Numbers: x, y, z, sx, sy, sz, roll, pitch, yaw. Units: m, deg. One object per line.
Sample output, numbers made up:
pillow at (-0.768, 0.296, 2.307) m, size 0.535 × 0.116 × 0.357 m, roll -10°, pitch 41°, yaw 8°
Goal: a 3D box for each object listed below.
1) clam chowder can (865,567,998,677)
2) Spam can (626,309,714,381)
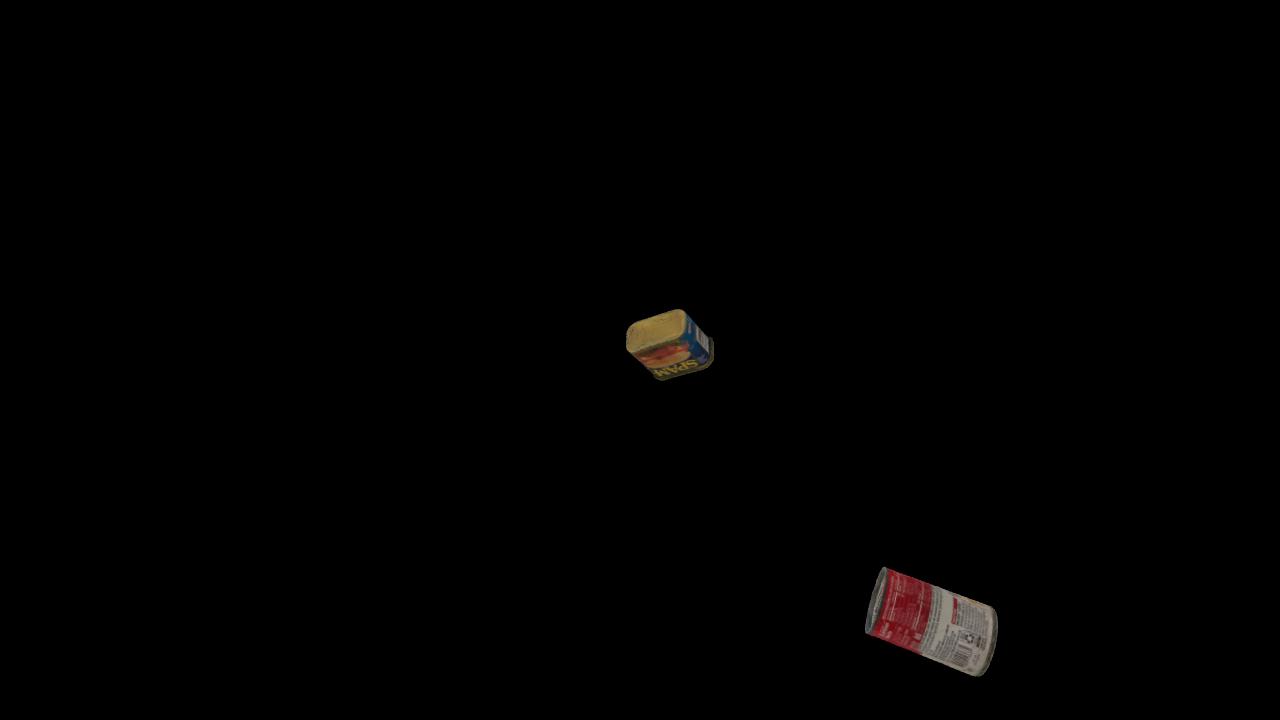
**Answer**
clam chowder can at (0.279, 0.251, 0.595) m, size 0.102 × 0.068 × 0.068 m, roll 17°, pitch 5°, yaw 19°
Spam can at (0.042, -0.022, 0.880) m, size 0.101 × 0.058 × 0.085 m, roll -17°, pitch -38°, yaw 27°
